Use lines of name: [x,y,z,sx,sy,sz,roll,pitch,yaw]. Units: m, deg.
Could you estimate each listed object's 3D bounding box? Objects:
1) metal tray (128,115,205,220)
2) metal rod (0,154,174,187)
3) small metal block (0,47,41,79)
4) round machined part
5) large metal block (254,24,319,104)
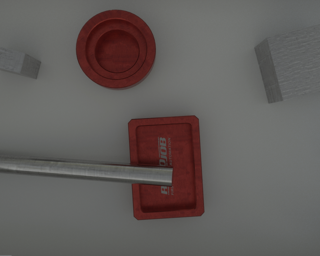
metal tray: [0.008,0.051,0.409,0.091,0.030,0.129,-3,90,-1]
metal rod: [-0.134,0.050,0.391,0.302,0.025,0.025,3,90,6]
small metal block: [-0.189,-0.084,0.396,0.050,0.050,0.025,14,90,-1]
round machined part: [-0.054,-0.098,0.402,0.099,0.042,0.097,0,90,-1]
large metal block: [0.179,-0.082,0.401,0.080,0.050,0.080,-14,90,-1]
